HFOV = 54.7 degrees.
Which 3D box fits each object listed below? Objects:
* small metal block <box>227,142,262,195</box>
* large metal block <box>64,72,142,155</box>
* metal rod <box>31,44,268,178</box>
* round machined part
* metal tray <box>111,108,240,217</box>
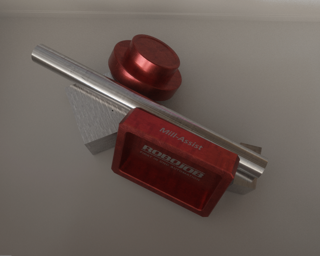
[{"bbox_3d":[0.100,0.051,0.377,0.025,0.050,0.050,14,71,5],"label":"small metal block"},{"bbox_3d":[-0.066,-0.022,0.402,0.080,0.050,0.080,-21,72,-8],"label":"large metal block"},{"bbox_3d":[-0.019,-0.024,0.362,0.301,0.025,0.025,28,72,9],"label":"metal rod"},{"bbox_3d":[-0.013,-0.084,0.402,0.099,0.042,0.098,22,39,-18],"label":"round machined part"},{"bbox_3d":[0.012,0.042,0.355,0.130,0.089,0.030,25,45,8],"label":"metal tray"}]
